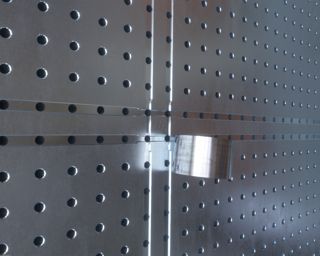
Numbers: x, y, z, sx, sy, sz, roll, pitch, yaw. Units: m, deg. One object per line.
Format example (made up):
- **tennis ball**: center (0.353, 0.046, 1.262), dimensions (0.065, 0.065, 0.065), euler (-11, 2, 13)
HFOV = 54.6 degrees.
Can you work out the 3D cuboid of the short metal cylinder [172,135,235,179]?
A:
- **short metal cylinder**: center (0.059, 0.039, 0.421), dimensions (0.081, 0.080, 0.050), euler (10, 84, -40)
